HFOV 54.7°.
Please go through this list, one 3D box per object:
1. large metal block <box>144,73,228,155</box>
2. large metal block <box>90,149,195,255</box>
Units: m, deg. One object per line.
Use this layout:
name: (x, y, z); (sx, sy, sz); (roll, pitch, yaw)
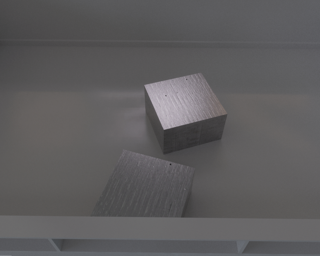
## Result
large metal block: (0.030, -0.021, 0.406); (0.081, 0.050, 0.080); (-14, 52, -12)
large metal block: (-0.014, 0.077, 0.323); (0.080, 0.050, 0.080); (14, 51, 11)
